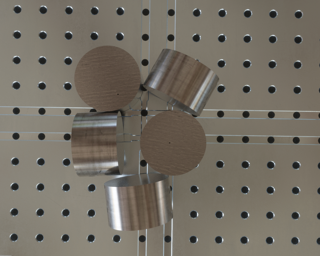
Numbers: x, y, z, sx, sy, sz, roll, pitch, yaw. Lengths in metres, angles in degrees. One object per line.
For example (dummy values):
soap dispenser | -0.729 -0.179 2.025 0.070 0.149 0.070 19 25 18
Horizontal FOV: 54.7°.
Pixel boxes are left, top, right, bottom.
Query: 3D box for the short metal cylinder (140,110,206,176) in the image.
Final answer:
short metal cylinder | 0.016 0.018 0.401 0.081 0.050 0.079 0 91 -1

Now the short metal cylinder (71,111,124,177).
short metal cylinder | -0.074 0.020 0.386 0.050 0.080 0.080 -2 90 -1

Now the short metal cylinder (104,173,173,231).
short metal cylinder | -0.026 0.089 0.385 0.080 0.080 0.050 -6 91 0

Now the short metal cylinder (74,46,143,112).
short metal cylinder | -0.063 -0.060 0.400 0.080 0.050 0.079 0 90 1

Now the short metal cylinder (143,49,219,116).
short metal cylinder | 0.026 -0.056 0.386 0.080 0.080 0.050 28 89 0
